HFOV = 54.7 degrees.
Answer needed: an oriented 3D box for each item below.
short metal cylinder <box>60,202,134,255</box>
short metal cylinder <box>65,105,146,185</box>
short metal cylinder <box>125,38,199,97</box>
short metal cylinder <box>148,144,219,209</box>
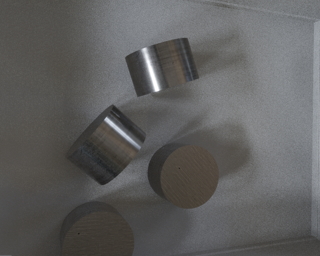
[{"bbox_3d":[-0.076,0.133,0.370,0.081,0.050,0.079,0,90,-21],"label":"short metal cylinder"},{"bbox_3d":[-0.062,0.019,0.359,0.050,0.080,0.080,43,76,-16],"label":"short metal cylinder"},{"bbox_3d":[0.003,-0.074,0.383,0.081,0.080,0.050,-19,97,-19],"label":"short metal cylinder"},{"bbox_3d":[0.030,0.061,0.410,0.081,0.050,0.079,0,90,-21],"label":"short metal cylinder"}]
